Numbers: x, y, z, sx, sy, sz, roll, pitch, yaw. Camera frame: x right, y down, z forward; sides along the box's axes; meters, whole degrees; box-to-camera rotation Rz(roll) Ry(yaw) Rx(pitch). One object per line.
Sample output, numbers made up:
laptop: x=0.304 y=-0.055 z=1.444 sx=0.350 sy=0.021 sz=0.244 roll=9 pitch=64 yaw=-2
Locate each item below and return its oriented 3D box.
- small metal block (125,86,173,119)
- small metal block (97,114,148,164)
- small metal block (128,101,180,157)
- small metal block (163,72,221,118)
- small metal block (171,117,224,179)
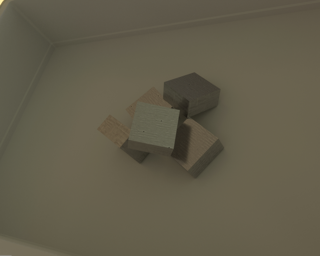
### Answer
small metal block: x=-0.011 y=-0.021 z=0.419 sx=0.050 sy=0.025 sz=0.050 roll=-39 pitch=51 yaw=1
small metal block: x=-0.045 y=0.015 z=0.400 sx=0.050 sy=0.050 sz=0.025 roll=33 pitch=80 yaw=38
small metal block: x=-0.007 y=0.001 z=0.359 sx=0.050 sy=0.025 sz=0.050 roll=12 pitch=63 yaw=-3
small metal block: x=0.040 y=-0.043 z=0.394 sx=0.050 sy=0.025 sz=0.050 roll=-22 pitch=45 yaw=-28
small metal block: x=0.038 y=0.023 z=0.368 sx=0.050 sy=0.025 sz=0.050 roll=-46 pitch=52 yaw=-4
